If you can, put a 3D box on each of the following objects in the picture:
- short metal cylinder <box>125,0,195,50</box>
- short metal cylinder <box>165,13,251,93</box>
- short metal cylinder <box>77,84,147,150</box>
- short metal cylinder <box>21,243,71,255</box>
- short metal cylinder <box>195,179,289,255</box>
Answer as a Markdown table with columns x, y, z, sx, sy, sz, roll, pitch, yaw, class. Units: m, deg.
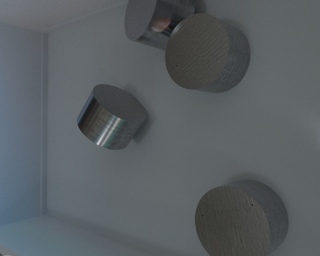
| x | y | z | sx | sy | sz | roll | pitch | yaw | class |
| --- | --- | --- | --- | --- | --- | --- | --- | --- | --- |
| -0.003 | -0.140 | 0.377 | 0.080 | 0.050 | 0.080 | -19 | 67 | 55 | short metal cylinder |
| 0.053 | -0.081 | 0.347 | 0.080 | 0.050 | 0.080 | 0 | 90 | 40 | short metal cylinder |
| -0.066 | -0.016 | 0.425 | 0.080 | 0.081 | 0.050 | 50 | 120 | 28 | short metal cylinder |
| -0.199 | 0.244 | 0.538 | 0.080 | 0.081 | 0.050 | 11 | 97 | 39 | short metal cylinder |
| 0.084 | 0.097 | 0.321 | 0.080 | 0.050 | 0.080 | 0 | 90 | 40 | short metal cylinder |
